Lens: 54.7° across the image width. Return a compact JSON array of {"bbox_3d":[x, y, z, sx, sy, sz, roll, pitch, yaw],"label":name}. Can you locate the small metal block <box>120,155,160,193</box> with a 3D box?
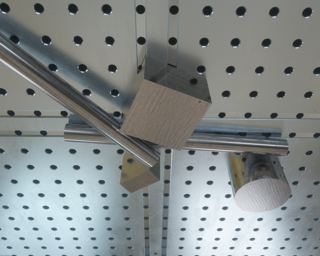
[{"bbox_3d":[-0.028,0.058,0.445,0.050,0.050,0.025,-27,125,21],"label":"small metal block"}]

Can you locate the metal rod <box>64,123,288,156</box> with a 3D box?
[{"bbox_3d":[0.025,0.017,0.425,0.302,0.025,0.025,4,130,-4],"label":"metal rod"}]

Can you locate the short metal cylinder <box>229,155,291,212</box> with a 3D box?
[{"bbox_3d":[0.148,0.083,0.467,0.081,0.050,0.079,0,130,0],"label":"short metal cylinder"}]

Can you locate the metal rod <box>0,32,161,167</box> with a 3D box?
[{"bbox_3d":[-0.117,-0.045,0.353,0.301,0.025,0.025,38,120,-22],"label":"metal rod"}]

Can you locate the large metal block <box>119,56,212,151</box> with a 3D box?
[{"bbox_3d":[0.004,-0.027,0.372,0.081,0.050,0.079,18,128,-15],"label":"large metal block"}]
